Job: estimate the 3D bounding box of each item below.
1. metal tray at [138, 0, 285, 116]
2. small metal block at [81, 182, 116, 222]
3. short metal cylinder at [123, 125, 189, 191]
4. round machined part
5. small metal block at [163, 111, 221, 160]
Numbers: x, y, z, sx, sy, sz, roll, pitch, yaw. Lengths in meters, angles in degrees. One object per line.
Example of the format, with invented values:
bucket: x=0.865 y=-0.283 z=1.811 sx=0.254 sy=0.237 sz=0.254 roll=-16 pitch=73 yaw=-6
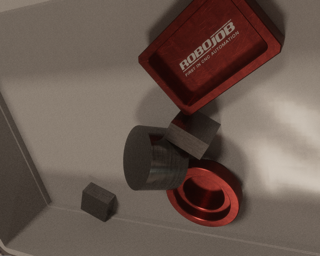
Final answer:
metal tray: x=0.049 y=-0.082 z=0.328 sx=0.090 sy=0.030 sz=0.129 roll=48 pitch=128 yaw=-7
small metal block: x=-0.109 y=0.130 z=0.545 sx=0.050 sy=0.025 sz=0.050 roll=25 pitch=127 yaw=13
short metal cylinder: x=-0.007 y=0.038 z=0.391 sx=0.050 sy=0.080 sz=0.079 roll=6 pitch=136 yaw=-30
round machined part: x=0.061 y=0.081 z=0.415 sx=0.098 sy=0.042 sz=0.097 roll=13 pitch=124 yaw=20
small metal block: x=0.039 y=0.003 z=0.373 sx=0.050 sy=0.050 sz=0.025 roll=32 pitch=128 yaw=7
